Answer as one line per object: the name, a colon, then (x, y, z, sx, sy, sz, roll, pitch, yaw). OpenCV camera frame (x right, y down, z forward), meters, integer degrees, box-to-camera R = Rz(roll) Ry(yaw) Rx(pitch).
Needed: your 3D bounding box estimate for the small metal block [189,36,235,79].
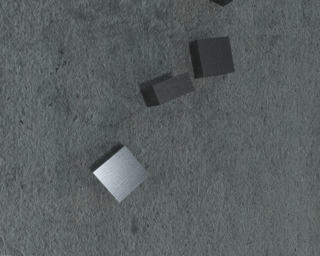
small metal block: (0.073, -0.099, 0.436, 0.050, 0.025, 0.050, -12, 94, -20)

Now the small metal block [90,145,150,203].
small metal block: (-0.050, 0.056, 0.390, 0.050, 0.025, 0.050, -41, 103, -15)

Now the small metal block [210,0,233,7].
small metal block: (0.082, -0.209, 0.439, 0.050, 0.025, 0.050, 19, 84, -19)

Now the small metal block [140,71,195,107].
small metal block: (0.009, -0.049, 0.399, 0.050, 0.050, 0.025, -24, 98, -18)
